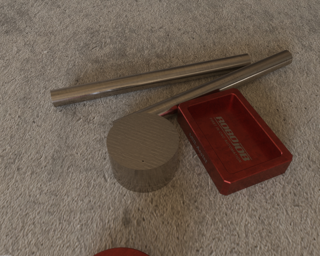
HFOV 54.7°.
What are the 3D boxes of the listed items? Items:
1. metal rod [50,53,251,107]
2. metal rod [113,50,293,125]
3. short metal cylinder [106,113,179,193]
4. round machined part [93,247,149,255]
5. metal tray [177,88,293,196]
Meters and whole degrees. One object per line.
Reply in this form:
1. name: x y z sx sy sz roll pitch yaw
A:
1. metal rod: -0.006 -0.074 0.465 0.302 0.025 0.025 -13 51 -11
2. metal rod: 0.074 -0.056 0.450 0.302 0.025 0.025 -24 54 -19
3. short metal cylinder: -0.019 0.028 0.363 0.081 0.050 0.080 0 50 0
4. round machined part: -0.037 0.151 0.265 0.099 0.042 0.098 0 50 0
5. metal tray: 0.088 0.011 0.391 0.091 0.030 0.130 -17 52 -14
